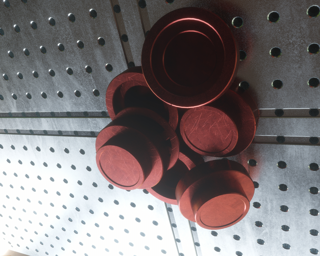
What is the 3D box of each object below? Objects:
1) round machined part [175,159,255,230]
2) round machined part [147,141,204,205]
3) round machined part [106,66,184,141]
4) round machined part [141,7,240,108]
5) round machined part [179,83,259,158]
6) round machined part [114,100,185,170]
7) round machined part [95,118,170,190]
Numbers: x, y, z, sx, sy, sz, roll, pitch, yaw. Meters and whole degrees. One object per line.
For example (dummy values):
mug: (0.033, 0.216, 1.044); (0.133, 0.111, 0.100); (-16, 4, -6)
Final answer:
round machined part: (0.072, 0.089, 0.386); (0.099, 0.042, 0.097); (-6, 127, -8)
round machined part: (0.019, 0.054, 0.424); (0.098, 0.042, 0.097); (13, 124, 21)
round machined part: (-0.015, -0.031, 0.390); (0.098, 0.042, 0.097); (13, 124, 21)
round machined part: (0.034, -0.071, 0.324); (0.098, 0.042, 0.097); (3, 99, 21)
round machined part: (0.062, -0.005, 0.364); (0.098, 0.042, 0.097); (13, 124, 21)
round machined part: (-0.012, 0.007, 0.411); (0.098, 0.042, 0.097); (13, 124, 21)
round machined part: (-0.041, 0.039, 0.392); (0.098, 0.042, 0.097); (13, 124, 21)
